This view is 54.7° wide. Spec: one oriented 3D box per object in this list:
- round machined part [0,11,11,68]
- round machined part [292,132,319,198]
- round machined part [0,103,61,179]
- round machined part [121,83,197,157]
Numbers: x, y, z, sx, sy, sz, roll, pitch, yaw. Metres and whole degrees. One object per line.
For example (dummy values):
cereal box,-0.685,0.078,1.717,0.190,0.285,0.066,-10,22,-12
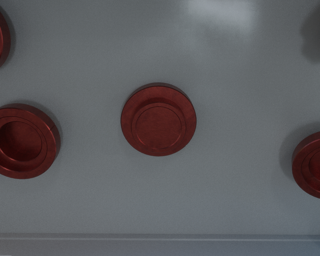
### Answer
round machined part,-0.223,-0.109,0.359,0.099,0.042,0.097,0,110,-1
round machined part,0.228,0.045,0.411,0.098,0.042,0.097,9,119,16
round machined part,-0.179,0.014,0.405,0.099,0.042,0.097,0,110,-1
round machined part,-0.002,-0.007,0.400,0.099,0.042,0.097,0,110,-1
